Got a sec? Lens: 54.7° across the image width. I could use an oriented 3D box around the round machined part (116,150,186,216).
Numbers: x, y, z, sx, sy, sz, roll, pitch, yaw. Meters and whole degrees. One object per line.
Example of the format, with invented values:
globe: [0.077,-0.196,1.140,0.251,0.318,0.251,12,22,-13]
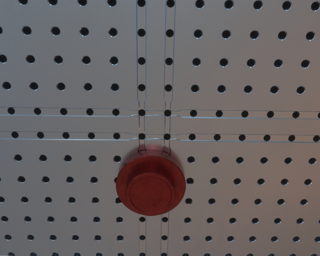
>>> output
round machined part: [-0.013,0.083,0.435,0.099,0.042,0.097,0,110,-1]
